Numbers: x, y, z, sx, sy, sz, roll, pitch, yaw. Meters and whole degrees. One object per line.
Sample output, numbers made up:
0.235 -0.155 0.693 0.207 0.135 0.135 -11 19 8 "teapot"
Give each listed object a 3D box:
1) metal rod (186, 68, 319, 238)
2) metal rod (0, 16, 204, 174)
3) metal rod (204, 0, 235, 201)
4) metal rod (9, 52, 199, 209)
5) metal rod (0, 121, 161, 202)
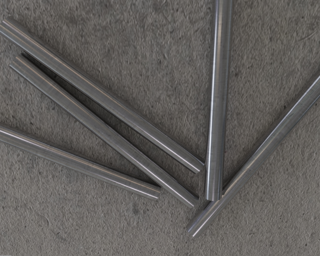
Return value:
0.133 0.039 0.425 0.025 0.025 0.299 32 107 -11 "metal rod"
-0.064 -0.034 0.396 0.301 0.025 0.025 36 106 -13 "metal rod"
0.073 -0.047 0.385 0.025 0.025 0.298 0 108 0 "metal rod"
-0.063 0.012 0.413 0.300 0.025 0.025 40 105 -14 "metal rod"
-0.140 0.035 0.421 0.302 0.025 0.025 23 108 -9 "metal rod"
